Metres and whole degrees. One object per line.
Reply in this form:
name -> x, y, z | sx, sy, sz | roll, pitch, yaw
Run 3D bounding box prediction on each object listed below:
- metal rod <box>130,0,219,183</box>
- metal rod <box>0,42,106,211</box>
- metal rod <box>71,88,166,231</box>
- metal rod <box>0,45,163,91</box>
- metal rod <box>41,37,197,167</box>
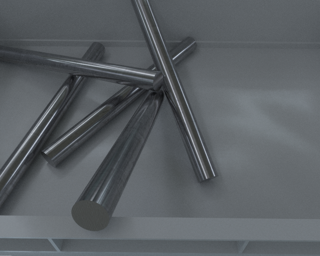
metal rod -> 0.009, -0.075, 0.402 | 0.025, 0.025, 0.299 | -15, 72, -13
metal rod -> -0.144, -0.022, 0.422 | 0.025, 0.025, 0.300 | 13, 51, 10
metal rod -> -0.019, -0.006, 0.331 | 0.025, 0.025, 0.301 | 8, 26, 7
metal rod -> -0.134, -0.090, 0.443 | 0.301, 0.025, 0.025 | 14, 51, 25
metal rod -> -0.041, -0.053, 0.448 | 0.025, 0.025, 0.301 | 31, 56, 23
